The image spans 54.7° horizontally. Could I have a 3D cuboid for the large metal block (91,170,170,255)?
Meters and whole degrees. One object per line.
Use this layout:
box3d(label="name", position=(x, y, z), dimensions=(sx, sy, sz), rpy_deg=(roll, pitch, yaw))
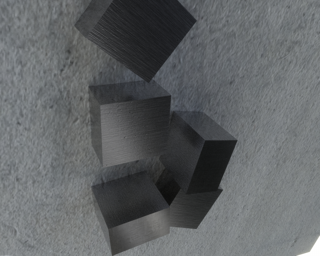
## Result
box3d(label="large metal block", position=(-0.041, 0.111, 0.419), dimensions=(0.081, 0.080, 0.050), rpy_deg=(-14, 125, -21))

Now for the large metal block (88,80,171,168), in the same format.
box3d(label="large metal block", position=(-0.037, -0.007, 0.367), dimensions=(0.081, 0.050, 0.079), rpy_deg=(-11, 123, -23))

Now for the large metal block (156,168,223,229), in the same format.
box3d(label="large metal block", position=(0.036, 0.105, 0.477), dimensions=(0.081, 0.050, 0.080), rpy_deg=(19, 108, -36))

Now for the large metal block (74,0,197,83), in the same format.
box3d(label="large metal block", position=(-0.025, -0.106, 0.313), dimensions=(0.080, 0.050, 0.080), rpy_deg=(32, 101, -39))

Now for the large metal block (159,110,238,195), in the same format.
box3d(label="large metal block", position=(0.048, 0.031, 0.418), dimensions=(0.050, 0.080, 0.079), rpy_deg=(1, 118, -30))
